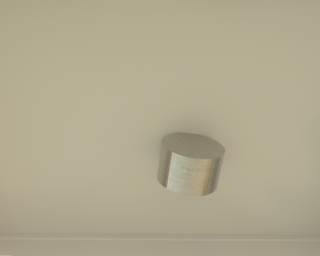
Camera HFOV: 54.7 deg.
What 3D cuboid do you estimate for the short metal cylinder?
[{"bbox_3d":[0.039,0.044,0.399,0.081,0.080,0.050,7,110,-3],"label":"short metal cylinder"}]
